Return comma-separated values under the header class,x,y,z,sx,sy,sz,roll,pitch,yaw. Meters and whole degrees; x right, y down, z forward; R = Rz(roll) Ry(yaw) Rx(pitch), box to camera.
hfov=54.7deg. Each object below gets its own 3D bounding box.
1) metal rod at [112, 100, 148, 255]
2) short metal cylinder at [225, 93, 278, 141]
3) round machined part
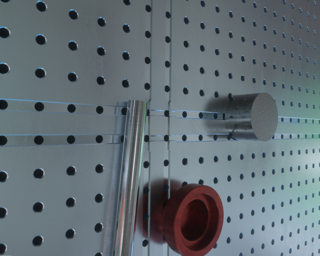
class,x,y,z,sx,sy,sz,roll,pitch,yaw
metal rod,-0.041,0.116,0.374,0.025,0.025,0.298,9,84,-40
short metal cylinder,0.155,-0.018,0.522,0.081,0.050,0.080,0,90,-40
round machined part,0.042,0.126,0.433,0.099,0.042,0.097,0,90,-40
